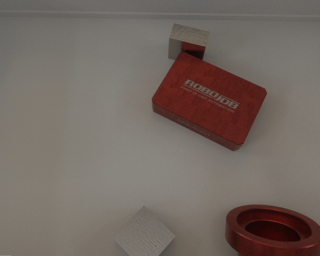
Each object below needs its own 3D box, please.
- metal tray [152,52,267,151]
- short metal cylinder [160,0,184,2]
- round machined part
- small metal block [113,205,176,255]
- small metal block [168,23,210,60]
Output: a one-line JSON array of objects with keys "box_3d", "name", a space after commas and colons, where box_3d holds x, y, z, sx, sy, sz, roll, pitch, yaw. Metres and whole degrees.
[{"box_3d": [0.066, -0.038, 0.422, 0.130, 0.030, 0.090, 27, 72, 9], "name": "metal tray"}, {"box_3d": [0.019, -0.240, 0.470, 0.081, 0.080, 0.050, 1, 70, 0], "name": "short metal cylinder"}, {"box_3d": [0.120, 0.122, 0.335, 0.099, 0.098, 0.042, 2, 99, 0], "name": "round machined part"}, {"box_3d": [-0.018, 0.128, 0.360, 0.050, 0.025, 0.050, 41, 69, 13], "name": "small metal block"}, {"box_3d": [0.040, -0.117, 0.440, 0.050, 0.050, 0.025, 15, 71, 5], "name": "small metal block"}]
